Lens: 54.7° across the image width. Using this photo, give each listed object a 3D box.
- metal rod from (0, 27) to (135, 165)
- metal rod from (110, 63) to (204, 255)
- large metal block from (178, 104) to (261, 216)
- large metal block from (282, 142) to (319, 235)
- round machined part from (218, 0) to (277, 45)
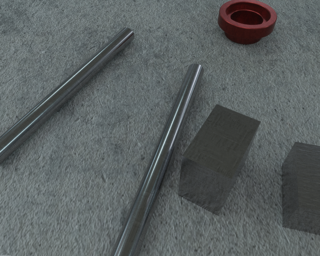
[{"bbox_3d":[-0.128,-0.064,0.454,0.025,0.025,0.301,23,54,18],"label":"metal rod"},{"bbox_3d":[0.010,0.019,0.386,0.025,0.025,0.300,14,51,11],"label":"metal rod"},{"bbox_3d":[0.063,0.035,0.339,0.050,0.080,0.080,25,54,19],"label":"large metal block"},{"bbox_3d":[0.180,0.068,0.332,0.080,0.050,0.080,11,51,8],"label":"large metal block"},{"bbox_3d":[0.152,-0.186,0.550,0.099,0.042,0.098,0,50,0],"label":"round machined part"}]
